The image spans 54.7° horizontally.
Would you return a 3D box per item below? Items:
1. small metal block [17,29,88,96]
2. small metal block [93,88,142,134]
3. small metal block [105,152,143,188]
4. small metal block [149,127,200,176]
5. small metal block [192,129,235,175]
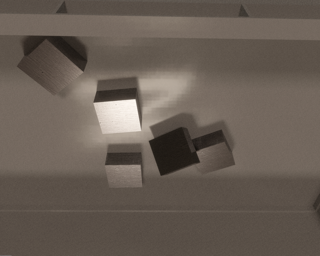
[{"bbox_3d":[-0.119,-0.072,0.346,0.050,0.025,0.050,-32,124,24],"label":"small metal block"},{"bbox_3d":[-0.051,-0.021,0.391,0.050,0.025,0.050,-5,130,3],"label":"small metal block"},{"bbox_3d":[-0.052,0.063,0.462,0.050,0.025,0.050,-1,130,0],"label":"small metal block"},{"bbox_3d":[0.019,0.032,0.418,0.050,0.050,0.025,-24,167,18],"label":"small metal block"},{"bbox_3d":[0.073,0.035,0.440,0.050,0.025,0.050,-20,128,15],"label":"small metal block"}]
